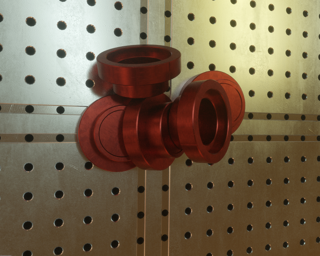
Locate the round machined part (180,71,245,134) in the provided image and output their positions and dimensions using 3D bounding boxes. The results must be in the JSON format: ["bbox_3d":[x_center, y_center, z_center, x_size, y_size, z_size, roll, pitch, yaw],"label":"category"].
[{"bbox_3d":[0.079,-0.032,0.434,0.099,0.042,0.097,0,90,-21],"label":"round machined part"}]

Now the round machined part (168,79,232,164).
[{"bbox_3d":[0.046,-0.007,0.371,0.099,0.042,0.097,2,87,-53],"label":"round machined part"}]

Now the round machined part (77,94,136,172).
[{"bbox_3d":[-0.051,0.006,0.386,0.099,0.042,0.097,0,90,-21],"label":"round machined part"}]

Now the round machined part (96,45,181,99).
[{"bbox_3d":[-0.024,-0.067,0.371,0.099,0.098,0.042,-13,120,-20],"label":"round machined part"}]

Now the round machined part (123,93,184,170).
[{"bbox_3d":[0.002,0.003,0.380,0.099,0.042,0.097,8,80,-57],"label":"round machined part"}]
